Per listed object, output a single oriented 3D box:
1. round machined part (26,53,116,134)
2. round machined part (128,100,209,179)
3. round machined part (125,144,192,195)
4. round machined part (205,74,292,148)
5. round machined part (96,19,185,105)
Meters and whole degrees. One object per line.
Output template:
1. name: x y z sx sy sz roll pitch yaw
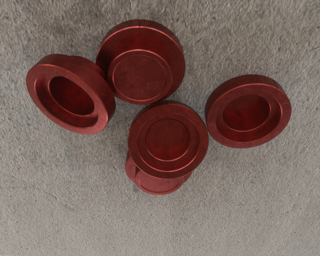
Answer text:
1. round machined part: -0.094 -0.041 0.347 0.098 0.042 0.097 15 139 14
2. round machined part: 0.009 0.012 0.394 0.099 0.042 0.097 -1 107 -3
3. round machined part: -0.001 0.060 0.448 0.099 0.042 0.097 -1 130 0
4. round machined part: 0.104 -0.024 0.379 0.099 0.042 0.097 -1 130 0
5. round machined part: -0.021 -0.065 0.341 0.099 0.042 0.097 -1 130 0
